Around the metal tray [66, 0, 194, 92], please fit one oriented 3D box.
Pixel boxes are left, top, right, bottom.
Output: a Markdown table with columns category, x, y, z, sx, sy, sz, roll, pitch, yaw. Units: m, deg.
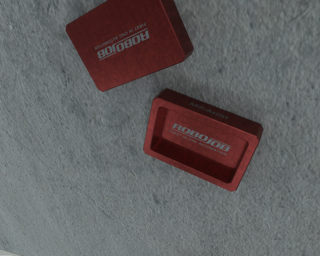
| category | x | y | z | sx | sy | sz | roll | pitch | yaw |
| --- | --- | --- | --- | --- | --- | --- | --- | --- | --- |
| metal tray | -0.038 | -0.103 | 0.358 | 0.130 | 0.030 | 0.090 | -14 | 111 | 33 |

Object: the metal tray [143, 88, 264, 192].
| category | x | y | z | sx | sy | sz | roll | pitch | yaw |
| --- | --- | --- | --- | --- | --- | --- | --- | --- | --- |
| metal tray | 0.049 | 0.015 | 0.386 | 0.130 | 0.030 | 0.089 | 23 | 127 | 14 |
